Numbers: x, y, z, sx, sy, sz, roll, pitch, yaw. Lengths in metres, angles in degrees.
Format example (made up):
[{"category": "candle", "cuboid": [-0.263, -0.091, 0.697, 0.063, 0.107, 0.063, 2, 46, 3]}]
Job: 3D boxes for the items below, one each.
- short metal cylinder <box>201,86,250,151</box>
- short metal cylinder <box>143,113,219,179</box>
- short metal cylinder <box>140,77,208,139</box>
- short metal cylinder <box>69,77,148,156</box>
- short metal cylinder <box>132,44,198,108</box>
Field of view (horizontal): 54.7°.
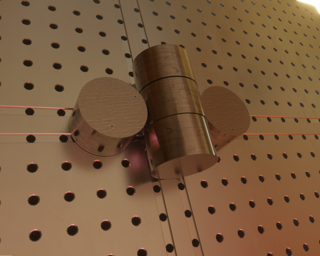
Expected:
[{"category": "short metal cylinder", "cuboid": [0.081, -0.013, 0.445, 0.081, 0.050, 0.080, 14, 56, -21]}, {"category": "short metal cylinder", "cuboid": [0.024, 0.024, 0.372, 0.081, 0.080, 0.050, 1, 61, -28]}, {"category": "short metal cylinder", "cuboid": [0.015, -0.021, 0.395, 0.081, 0.080, 0.050, 2, 61, -28]}, {"category": "short metal cylinder", "cuboid": [-0.062, -0.013, 0.367, 0.081, 0.050, 0.080, 14, 56, -21]}, {"category": "short metal cylinder", "cuboid": [0.006, -0.066, 0.417, 0.081, 0.080, 0.050, 3, 61, -27]}]
